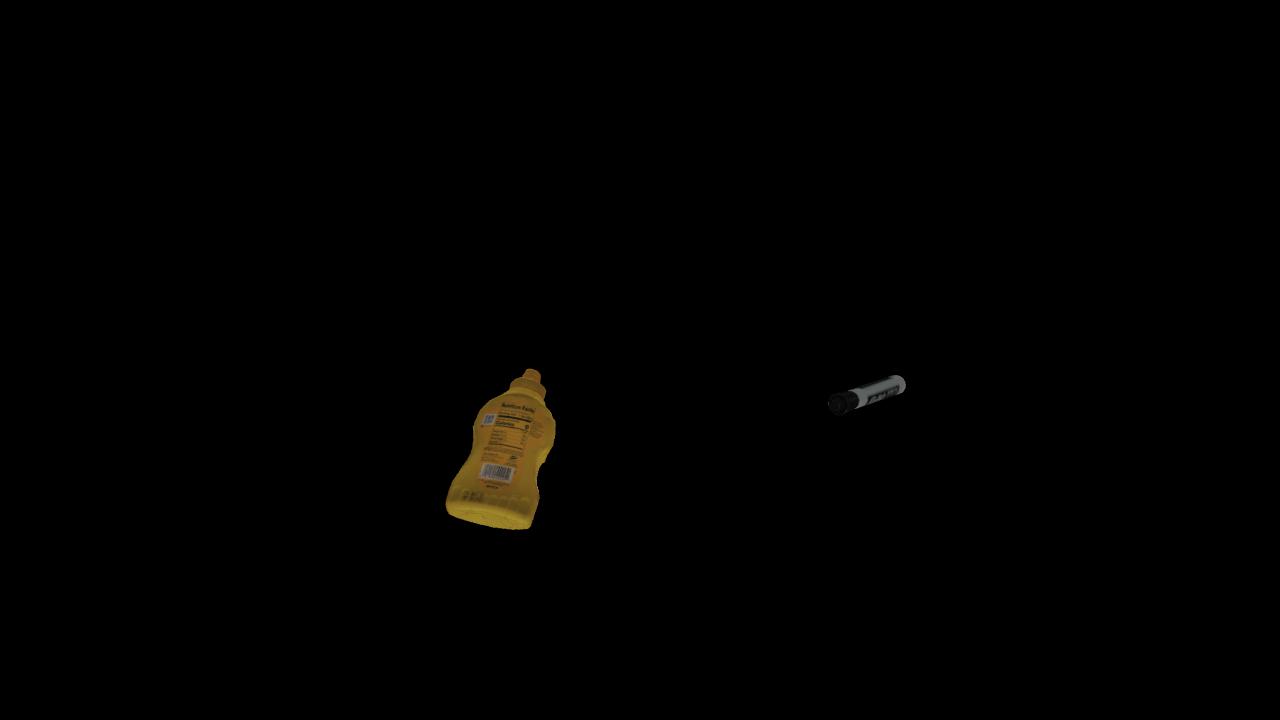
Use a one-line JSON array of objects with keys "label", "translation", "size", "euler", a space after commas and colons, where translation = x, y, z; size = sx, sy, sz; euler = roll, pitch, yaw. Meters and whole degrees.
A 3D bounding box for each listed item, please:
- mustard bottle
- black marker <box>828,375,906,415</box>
[{"label": "mustard bottle", "translation": [-0.139, 0.087, 0.671], "size": [0.092, 0.184, 0.054], "euler": [7, -36, 5]}, {"label": "black marker", "translation": [0.204, 0.031, 0.550], "size": [0.121, 0.020, 0.020], "euler": [-9, 6, -44]}]
